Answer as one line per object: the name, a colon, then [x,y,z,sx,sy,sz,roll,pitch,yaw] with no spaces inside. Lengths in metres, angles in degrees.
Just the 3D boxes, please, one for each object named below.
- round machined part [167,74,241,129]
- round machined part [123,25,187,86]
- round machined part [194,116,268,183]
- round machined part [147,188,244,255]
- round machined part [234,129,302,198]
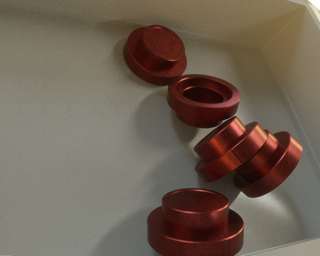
round machined part: [0.058,-0.035,0.432,0.099,0.042,0.098,4,34,-3]
round machined part: [-0.002,-0.116,0.466,0.099,0.042,0.098,14,56,-21]
round machined part: [0.081,0.022,0.389,0.042,0.098,0.099,52,51,1]
round machined part: [0.036,0.093,0.320,0.099,0.098,0.042,-5,100,-31]
round machined part: [0.132,0.040,0.407,0.042,0.098,0.098,42,51,-4]
